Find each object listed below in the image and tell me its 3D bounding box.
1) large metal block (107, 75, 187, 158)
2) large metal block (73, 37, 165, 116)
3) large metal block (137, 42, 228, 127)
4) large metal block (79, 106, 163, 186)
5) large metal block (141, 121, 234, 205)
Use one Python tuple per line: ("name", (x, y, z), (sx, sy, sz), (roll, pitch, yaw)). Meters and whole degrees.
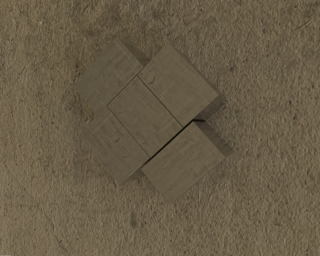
("large metal block", (-0.005, -0.013, 0.382), (0.050, 0.080, 0.080), (-44, 77, 15))
("large metal block", (-0.048, -0.060, 0.397), (0.080, 0.080, 0.050), (-44, 77, 14))
("large metal block", (0.031, -0.047, 0.370), (0.050, 0.080, 0.080), (-44, 77, 15))
("large metal block", (-0.040, 0.020, 0.395), (0.050, 0.080, 0.080), (-44, 77, 15))
("large metal block", (0.036, 0.038, 0.368), (0.080, 0.080, 0.050), (-44, 77, 14))
